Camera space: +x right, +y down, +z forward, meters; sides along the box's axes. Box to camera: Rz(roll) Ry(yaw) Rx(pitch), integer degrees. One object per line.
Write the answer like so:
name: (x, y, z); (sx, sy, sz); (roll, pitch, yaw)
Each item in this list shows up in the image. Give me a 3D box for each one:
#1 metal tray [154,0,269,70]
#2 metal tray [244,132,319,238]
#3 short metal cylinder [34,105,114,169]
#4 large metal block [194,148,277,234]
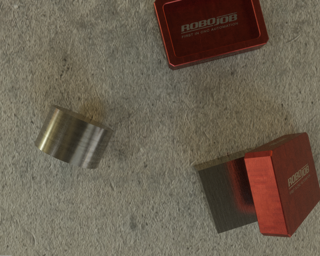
metal tray: (0.066, -0.136, 0.407); (0.131, 0.030, 0.090); (-14, 90, 0)
metal tray: (0.149, 0.060, 0.365); (0.030, 0.131, 0.089); (-12, 90, 41)
short metal cylinder: (-0.104, 0.011, 0.382); (0.080, 0.080, 0.050); (24, 90, 0)
large metal block: (0.096, 0.077, 0.398); (0.080, 0.050, 0.080); (-18, 90, 0)
